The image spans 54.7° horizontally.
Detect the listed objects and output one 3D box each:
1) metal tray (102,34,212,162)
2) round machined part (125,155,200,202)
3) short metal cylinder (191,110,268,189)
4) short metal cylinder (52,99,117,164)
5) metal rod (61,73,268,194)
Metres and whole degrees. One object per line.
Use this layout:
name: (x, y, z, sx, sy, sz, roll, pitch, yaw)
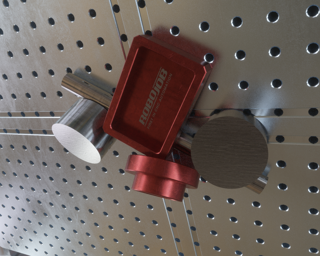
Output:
metal tray: (-0.007, -0.034, 0.372, 0.090, 0.030, 0.129, 28, 115, 10)
round machined part: (0.001, 0.069, 0.407, 0.098, 0.042, 0.098, 13, 166, 4)
short metal cylinder: (0.080, 0.022, 0.351, 0.080, 0.050, 0.079, 4, 102, 16)
short metal cylinder: (-0.103, 0.005, 0.437, 0.080, 0.050, 0.080, 23, 146, 17)
metal rod: (-0.001, 0.002, 0.413, 0.301, 0.025, 0.025, 28, 128, 10)
